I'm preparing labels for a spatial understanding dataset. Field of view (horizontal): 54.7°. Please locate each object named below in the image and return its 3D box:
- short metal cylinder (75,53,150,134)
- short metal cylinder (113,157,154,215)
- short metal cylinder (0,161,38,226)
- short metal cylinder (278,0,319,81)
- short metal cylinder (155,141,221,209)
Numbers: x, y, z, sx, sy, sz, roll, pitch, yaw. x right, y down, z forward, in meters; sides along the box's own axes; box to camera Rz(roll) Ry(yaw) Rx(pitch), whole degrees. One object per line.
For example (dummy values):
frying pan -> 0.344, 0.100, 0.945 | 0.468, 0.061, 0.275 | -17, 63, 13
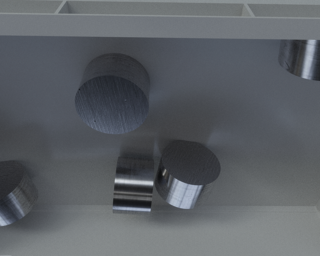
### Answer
short metal cylinder -> -0.053, -0.039, 0.359 | 0.081, 0.050, 0.079 | 0, 130, 0
short metal cylinder -> -0.038, 0.082, 0.443 | 0.050, 0.080, 0.079 | 5, 130, -4
short metal cylinder -> -0.228, 0.094, 0.451 | 0.080, 0.080, 0.050 | -7, 130, 5
short metal cylinder -> 0.160, -0.088, 0.300 | 0.080, 0.080, 0.050 | -5, 130, 4
short metal cylinder -> 0.037, 0.063, 0.427 | 0.081, 0.080, 0.050 | 8, 130, -7
